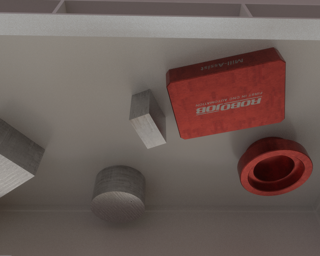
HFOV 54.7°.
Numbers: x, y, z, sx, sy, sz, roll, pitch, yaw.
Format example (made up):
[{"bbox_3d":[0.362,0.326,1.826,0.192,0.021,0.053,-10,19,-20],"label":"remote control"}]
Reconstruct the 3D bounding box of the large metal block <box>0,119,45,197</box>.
[{"bbox_3d":[-0.223,0.042,0.425,0.080,0.050,0.080,-30,124,23],"label":"large metal block"}]

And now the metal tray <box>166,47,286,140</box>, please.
[{"bbox_3d":[0.080,-0.038,0.375,0.131,0.030,0.090,-11,130,8],"label":"metal tray"}]

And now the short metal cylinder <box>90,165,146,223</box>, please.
[{"bbox_3d":[-0.063,0.103,0.480,0.081,0.050,0.079,0,130,0],"label":"short metal cylinder"}]

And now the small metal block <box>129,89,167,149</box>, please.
[{"bbox_3d":[-0.014,-0.011,0.383,0.025,0.050,0.050,-19,128,15],"label":"small metal block"}]

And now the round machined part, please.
[{"bbox_3d":[0.160,0.051,0.444,0.099,0.042,0.097,-1,130,0],"label":"round machined part"}]
